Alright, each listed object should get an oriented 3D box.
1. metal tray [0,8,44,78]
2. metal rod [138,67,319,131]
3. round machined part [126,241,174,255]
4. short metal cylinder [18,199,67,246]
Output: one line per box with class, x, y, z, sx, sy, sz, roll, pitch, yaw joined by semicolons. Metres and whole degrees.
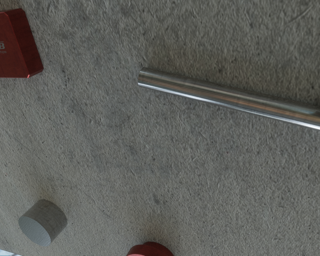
metal tray;-0.241;-0.121;0.453;0.130;0.030;0.089;5;121;25
metal rod;0.116;-0.023;0.330;0.301;0.025;0.025;16;125;18
round machined part;-0.011;0.242;0.550;0.098;0.042;0.097;13;124;20
short metal cylinder;-0.239;0.194;0.633;0.080;0.050;0.079;13;124;20
